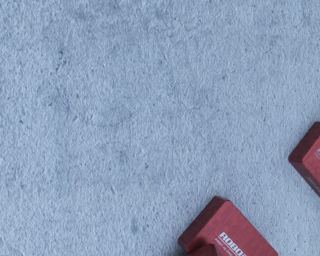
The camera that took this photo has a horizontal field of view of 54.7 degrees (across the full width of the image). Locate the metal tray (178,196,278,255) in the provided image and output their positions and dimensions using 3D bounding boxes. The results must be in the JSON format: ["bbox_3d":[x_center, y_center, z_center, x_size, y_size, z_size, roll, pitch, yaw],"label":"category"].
[{"bbox_3d":[0.100,0.173,0.443,0.090,0.030,0.130,-46,104,-14],"label":"metal tray"}]

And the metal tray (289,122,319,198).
[{"bbox_3d":[0.282,0.063,0.510,0.130,0.030,0.090,46,76,-14],"label":"metal tray"}]

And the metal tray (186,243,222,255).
[{"bbox_3d":[0.065,0.225,0.408,0.090,0.030,0.130,-32,105,8],"label":"metal tray"}]
